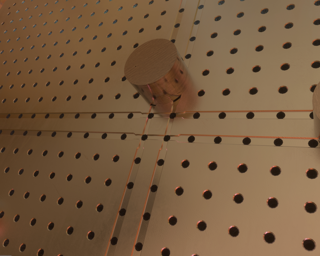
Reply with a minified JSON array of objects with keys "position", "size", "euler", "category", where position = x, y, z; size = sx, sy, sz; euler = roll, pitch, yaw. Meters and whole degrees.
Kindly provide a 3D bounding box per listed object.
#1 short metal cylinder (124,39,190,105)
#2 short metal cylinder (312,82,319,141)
[{"position":[-0.003,-0.080,0.443],"size":[0.080,0.050,0.080],"euler":[-13,56,21],"category":"short metal cylinder"},{"position":[0.193,-0.016,0.300],"size":[0.080,0.050,0.080],"euler":[-13,56,21],"category":"short metal cylinder"}]
